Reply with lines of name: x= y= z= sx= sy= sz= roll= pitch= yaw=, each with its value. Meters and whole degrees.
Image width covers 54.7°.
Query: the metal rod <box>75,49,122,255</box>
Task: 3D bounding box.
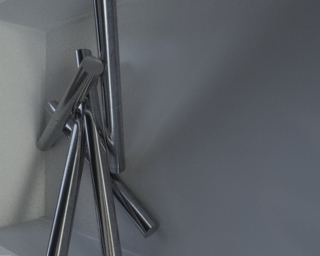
metal rod: x=-0.086 y=0.029 z=0.423 sx=0.025 sy=0.025 sz=0.299 roll=-23 pitch=71 yaw=37

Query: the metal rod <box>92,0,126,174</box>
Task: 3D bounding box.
metal rod: x=-0.061 y=-0.064 z=0.376 sx=0.025 sy=0.025 sz=0.298 roll=30 pitch=133 yaw=35

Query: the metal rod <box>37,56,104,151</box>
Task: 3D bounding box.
metal rod: x=-0.147 y=-0.019 z=0.465 sx=0.299 sy=0.025 sz=0.025 roll=-35 pitch=67 yaw=54

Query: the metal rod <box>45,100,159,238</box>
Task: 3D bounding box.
metal rod: x=-0.105 y=0.049 z=0.490 sx=0.300 sy=0.025 sz=0.025 roll=44 pitch=116 yaw=31

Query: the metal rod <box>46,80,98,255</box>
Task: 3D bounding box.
metal rod: x=-0.117 y=0.041 z=0.426 sx=0.025 sy=0.025 sz=0.299 roll=-21 pitch=53 yaw=37
